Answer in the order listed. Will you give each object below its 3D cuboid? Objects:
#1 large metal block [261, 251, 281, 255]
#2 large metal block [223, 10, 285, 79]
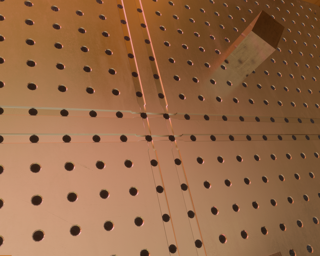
[{"bbox_3d":[0.101,0.187,0.331,0.081,0.050,0.080,-3,63,-30],"label":"large metal block"},{"bbox_3d":[0.167,-0.148,0.552,0.050,0.080,0.080,36,51,-4],"label":"large metal block"}]
